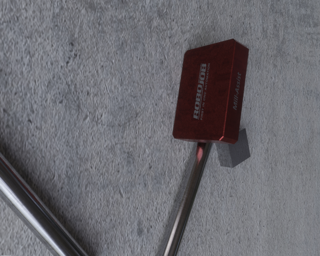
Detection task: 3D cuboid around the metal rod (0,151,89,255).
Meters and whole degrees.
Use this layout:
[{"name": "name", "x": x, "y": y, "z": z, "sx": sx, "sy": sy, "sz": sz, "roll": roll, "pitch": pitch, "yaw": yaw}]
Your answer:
[{"name": "metal rod", "x": -0.144, "y": 0.044, "z": 0.283, "sx": 0.025, "sy": 0.025, "sz": 0.299, "roll": -44, "pitch": 117, "yaw": -31}]

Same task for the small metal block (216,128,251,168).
[{"name": "small metal block", "x": 0.119, "y": 0.031, "z": 0.504, "sx": 0.050, "sy": 0.025, "sz": 0.050, "roll": -22, "pitch": 104, "yaw": -38}]

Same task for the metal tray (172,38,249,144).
[{"name": "metal tray", "x": 0.066, "y": -0.046, "z": 0.417, "sx": 0.030, "sy": 0.090, "sz": 0.129, "roll": 15, "pitch": 81, "yaw": -39}]

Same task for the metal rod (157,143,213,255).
[{"name": "metal rod", "x": 0.050, "y": 0.063, "z": 0.446, "sx": 0.025, "sy": 0.025, "sz": 0.299, "roll": 33, "pitch": 70, "yaw": -35}]
